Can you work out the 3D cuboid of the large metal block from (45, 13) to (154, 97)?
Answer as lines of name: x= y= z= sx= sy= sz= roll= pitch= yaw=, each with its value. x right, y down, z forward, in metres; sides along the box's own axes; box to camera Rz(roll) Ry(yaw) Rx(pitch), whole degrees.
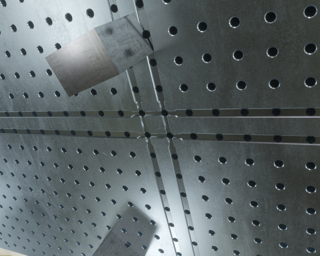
large metal block: x=-0.067 y=-0.085 z=0.357 sx=0.080 sy=0.080 sz=0.050 roll=-16 pitch=110 yaw=34

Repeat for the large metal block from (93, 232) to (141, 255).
large metal block: x=-0.091 y=0.260 z=0.582 sx=0.080 sy=0.080 sz=0.050 roll=39 pitch=129 yaw=1
